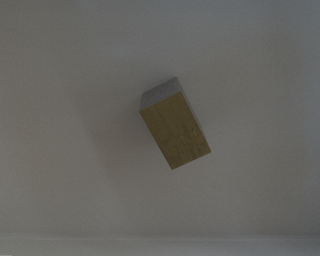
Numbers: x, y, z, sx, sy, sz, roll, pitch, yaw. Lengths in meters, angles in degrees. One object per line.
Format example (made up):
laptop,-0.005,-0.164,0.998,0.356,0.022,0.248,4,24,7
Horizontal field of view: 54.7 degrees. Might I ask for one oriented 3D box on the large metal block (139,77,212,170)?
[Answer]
large metal block,0.018,-0.009,0.379,0.050,0.080,0.080,-26,108,9
